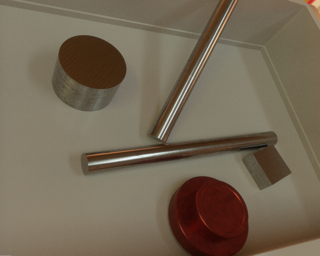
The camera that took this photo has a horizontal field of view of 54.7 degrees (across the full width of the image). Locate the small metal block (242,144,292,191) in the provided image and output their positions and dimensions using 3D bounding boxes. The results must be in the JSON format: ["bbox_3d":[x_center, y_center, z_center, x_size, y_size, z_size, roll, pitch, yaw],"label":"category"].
[{"bbox_3d":[0.158,0.057,0.458,0.050,0.025,0.050,-18,72,-35],"label":"small metal block"}]

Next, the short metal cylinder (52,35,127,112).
[{"bbox_3d":[-0.088,-0.067,0.384,0.081,0.050,0.080,14,56,-21],"label":"short metal cylinder"}]

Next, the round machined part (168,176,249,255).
[{"bbox_3d":[0.063,0.100,0.364,0.099,0.042,0.098,14,51,-18],"label":"round machined part"}]

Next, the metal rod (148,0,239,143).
[{"bbox_3d":[0.064,-0.116,0.429,0.025,0.025,0.299,30,78,-10],"label":"metal rod"}]

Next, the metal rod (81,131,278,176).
[{"bbox_3d":[0.047,0.028,0.415,0.303,0.025,0.025,-5,64,-31],"label":"metal rod"}]
